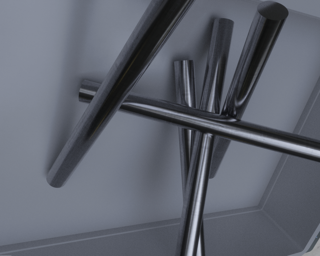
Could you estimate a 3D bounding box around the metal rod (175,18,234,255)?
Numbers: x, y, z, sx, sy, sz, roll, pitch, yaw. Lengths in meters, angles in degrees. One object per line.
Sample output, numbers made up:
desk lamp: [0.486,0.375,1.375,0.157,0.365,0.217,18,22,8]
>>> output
metal rod: [0.053,0.019,0.371,0.025,0.025,0.298,10,89,-33]

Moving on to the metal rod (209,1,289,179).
metal rod: [0.085,-0.012,0.373,0.025,0.025,0.299,-21,150,-16]

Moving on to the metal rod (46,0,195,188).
metal rod: [-0.050,-0.023,0.285,0.025,0.025,0.298,10,139,-33]

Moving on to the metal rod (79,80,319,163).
metal rod: [0.061,-0.004,0.345,0.302,0.025,0.025,14,114,-2]

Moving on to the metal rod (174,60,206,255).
metal rod: [0.040,0.065,0.398,0.025,0.025,0.298,-8,99,-24]
